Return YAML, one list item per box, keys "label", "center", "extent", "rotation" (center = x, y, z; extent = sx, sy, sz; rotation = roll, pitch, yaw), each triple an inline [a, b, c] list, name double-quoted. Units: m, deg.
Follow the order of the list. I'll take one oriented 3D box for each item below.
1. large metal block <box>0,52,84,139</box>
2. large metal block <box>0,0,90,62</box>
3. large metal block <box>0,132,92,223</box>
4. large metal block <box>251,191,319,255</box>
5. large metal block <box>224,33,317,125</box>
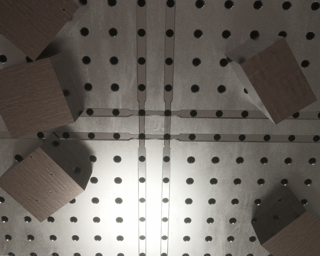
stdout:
- label: "large metal block"
  center: [-0.151, -0.041, 0.383]
  extent: [0.080, 0.050, 0.080]
  rotation: [-14, 110, 5]
- label: "large metal block"
  center: [-0.141, -0.135, 0.348]
  extent: [0.080, 0.050, 0.080]
  rotation: [42, 104, -14]
- label: "large metal block"
  center: [-0.155, 0.067, 0.423]
  extent: [0.080, 0.050, 0.080]
  rotation: [-37, 107, 12]
- label: "large metal block"
  center: [0.199, 0.156, 0.461]
  extent: [0.080, 0.050, 0.080]
  rotation: [42, 104, -14]
- label: "large metal block"
  center: [0.126, -0.061, 0.363]
  extent: [0.050, 0.080, 0.080]
  rotation: [-33, 107, 11]
